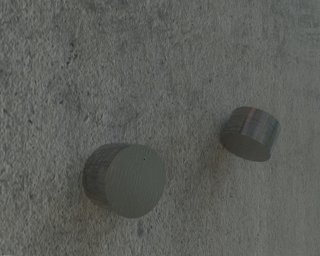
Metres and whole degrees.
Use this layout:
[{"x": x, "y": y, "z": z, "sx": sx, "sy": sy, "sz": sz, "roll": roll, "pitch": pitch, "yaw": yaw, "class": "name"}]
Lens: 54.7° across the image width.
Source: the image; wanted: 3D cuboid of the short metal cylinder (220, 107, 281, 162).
[{"x": 0.142, "y": 0.011, "z": 0.488, "sx": 0.080, "sy": 0.080, "sz": 0.050, "roll": 44, "pitch": 64, "yaw": -31, "class": "short metal cylinder"}]

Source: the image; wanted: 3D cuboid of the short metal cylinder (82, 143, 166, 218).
[{"x": -0.040, "y": 0.058, "z": 0.355, "sx": 0.081, "sy": 0.050, "sz": 0.080, "roll": 0, "pitch": 90, "yaw": -40, "class": "short metal cylinder"}]
